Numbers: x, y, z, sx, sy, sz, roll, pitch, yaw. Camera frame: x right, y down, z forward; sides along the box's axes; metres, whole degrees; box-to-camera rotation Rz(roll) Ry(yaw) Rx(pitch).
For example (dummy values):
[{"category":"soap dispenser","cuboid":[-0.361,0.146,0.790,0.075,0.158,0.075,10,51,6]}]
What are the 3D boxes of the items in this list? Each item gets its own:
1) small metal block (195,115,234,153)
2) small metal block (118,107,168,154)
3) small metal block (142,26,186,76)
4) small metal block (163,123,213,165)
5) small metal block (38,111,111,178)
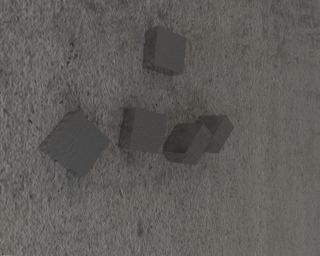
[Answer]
[{"category":"small metal block","cuboid":[0.071,0.008,0.447,0.025,0.050,0.050,52,60,-28]},{"category":"small metal block","cuboid":[-0.021,0.004,0.387,0.050,0.025,0.050,14,81,-39]},{"category":"small metal block","cuboid":[0.006,-0.100,0.409,0.050,0.025,0.050,8,85,-40]},{"category":"small metal block","cuboid":[0.035,0.021,0.418,0.025,0.050,0.050,49,61,-29]},{"category":"small metal block","cuboid":[-0.090,0.017,0.329,0.050,0.025,0.050,48,61,-29]}]
